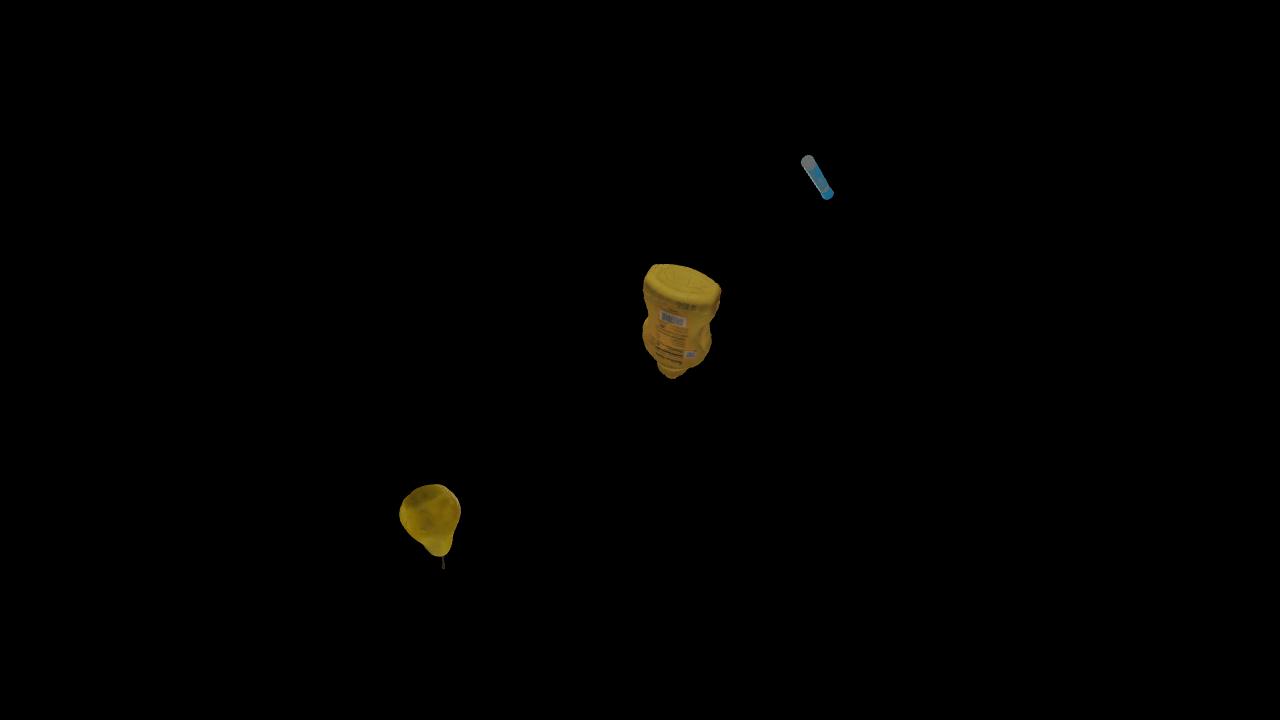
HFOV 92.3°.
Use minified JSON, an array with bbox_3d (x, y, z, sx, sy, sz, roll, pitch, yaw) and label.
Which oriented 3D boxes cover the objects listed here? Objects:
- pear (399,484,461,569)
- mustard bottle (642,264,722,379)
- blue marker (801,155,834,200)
[{"bbox_3d":[-0.267,0.219,0.805,0.080,0.111,0.080,-3,29,2],"label":"pear"},{"bbox_3d":[0.046,-0.034,0.772,0.092,0.054,0.184,15,-36,10],"label":"mustard bottle"},{"bbox_3d":[0.273,-0.276,0.939,0.020,0.020,0.121,0,-11,32],"label":"blue marker"}]
